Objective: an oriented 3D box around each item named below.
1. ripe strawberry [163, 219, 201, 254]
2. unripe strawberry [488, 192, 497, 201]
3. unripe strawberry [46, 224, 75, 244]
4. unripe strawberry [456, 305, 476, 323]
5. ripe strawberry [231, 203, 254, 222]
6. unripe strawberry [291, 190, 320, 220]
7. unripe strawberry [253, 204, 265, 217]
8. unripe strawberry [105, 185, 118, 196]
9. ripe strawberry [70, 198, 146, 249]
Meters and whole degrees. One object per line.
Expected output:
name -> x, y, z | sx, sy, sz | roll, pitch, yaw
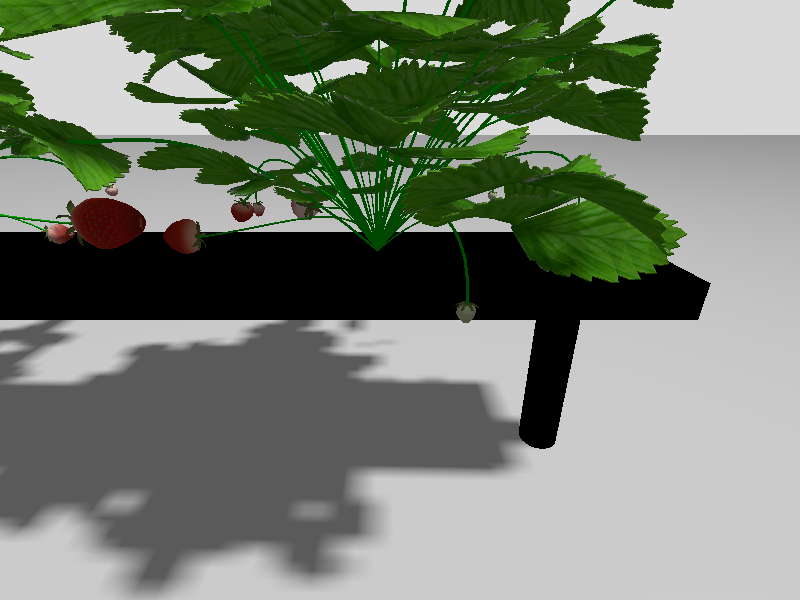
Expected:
ripe strawberry -> -0.190, -0.056, 0.350 | 0.029, 0.030, 0.026 | -2, 24, -2
unripe strawberry -> 0.120, -0.134, 0.519 | 0.011, 0.011, 0.010 | 18, 30, 34
unripe strawberry -> -0.321, -0.062, 0.379 | 0.019, 0.019, 0.021 | -1, 24, -9
unripe strawberry -> 0.036, 0.007, 0.219 | 0.011, 0.011, 0.010 | -9, 26, -18
ripe strawberry -> -0.181, -0.101, 0.462 | 0.023, 0.023, 0.025 | 37, 38, 19
unripe strawberry -> -0.112, -0.114, 0.471 | 0.033, 0.038, 0.036 | -17, 28, -33
unripe strawberry -> -0.167, -0.107, 0.474 | 0.015, 0.015, 0.014 | 19, 31, 36
unripe strawberry -> -0.444, -0.168, 0.618 | 0.015, 0.017, 0.017 | 2, -38, 5
ripe strawberry -> -0.259, -0.069, 0.360 | 0.052, 0.045, 0.052 | 0, 24, -2
